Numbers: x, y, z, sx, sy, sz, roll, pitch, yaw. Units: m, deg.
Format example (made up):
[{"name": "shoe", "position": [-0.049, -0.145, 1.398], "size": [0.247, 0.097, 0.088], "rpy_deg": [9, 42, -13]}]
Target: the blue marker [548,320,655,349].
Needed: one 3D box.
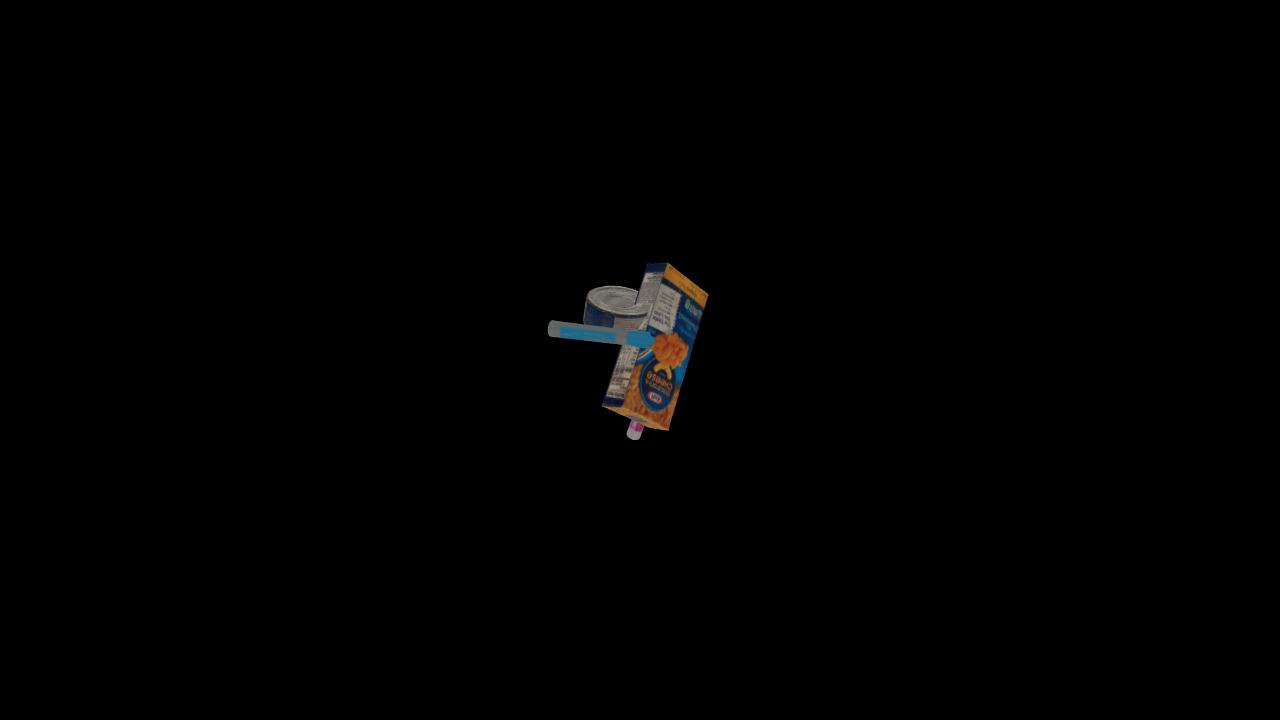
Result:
[{"name": "blue marker", "position": [-0.043, -0.028, 0.681], "size": [0.121, 0.020, 0.020], "rpy_deg": [8, 2, 14]}]

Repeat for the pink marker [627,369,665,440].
[{"name": "pink marker", "position": [0.008, 0.049, 0.760], "size": [0.020, 0.121, 0.020], "rpy_deg": [13, 33, -9]}]

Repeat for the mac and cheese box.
[{"name": "mac and cheese box", "position": [0.022, -0.016, 0.746], "size": [0.041, 0.184, 0.093], "rpy_deg": [5, -18, 42]}]

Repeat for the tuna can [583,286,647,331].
[{"name": "tuna can", "position": [-0.026, -0.058, 0.739], "size": [0.084, 0.034, 0.084], "rpy_deg": [8, 29, -4]}]
